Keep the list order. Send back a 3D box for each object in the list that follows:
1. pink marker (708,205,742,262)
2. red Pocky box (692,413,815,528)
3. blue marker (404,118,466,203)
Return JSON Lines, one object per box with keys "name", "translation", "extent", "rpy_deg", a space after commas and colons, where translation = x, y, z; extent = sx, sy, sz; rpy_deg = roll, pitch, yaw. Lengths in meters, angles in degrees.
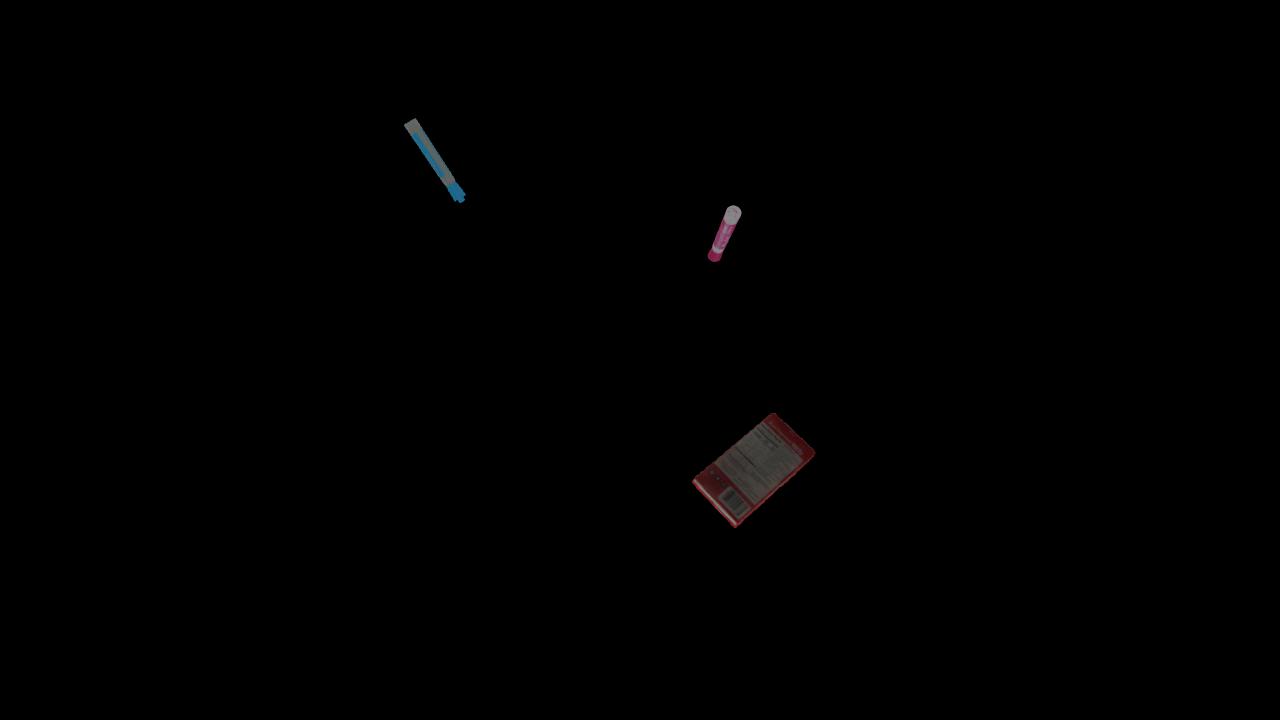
{"name": "pink marker", "translation": [0.107, -0.159, 0.792], "extent": [0.020, 0.020, 0.121], "rpy_deg": [0, -18, -5]}
{"name": "red Pocky box", "translation": [0.154, 0.146, 0.828], "extent": [0.155, 0.083, 0.028], "rpy_deg": [-35, -25, -22]}
{"name": "blue marker", "translation": [-0.279, -0.271, 0.846], "extent": [0.020, 0.121, 0.020], "rpy_deg": [-24, 27, 13]}
